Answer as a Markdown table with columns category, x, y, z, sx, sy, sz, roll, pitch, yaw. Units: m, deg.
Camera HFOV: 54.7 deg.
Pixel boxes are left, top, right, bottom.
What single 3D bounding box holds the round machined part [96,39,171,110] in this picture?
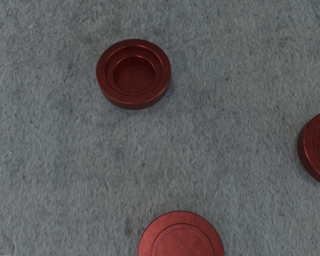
| category | x | y | z | sx | sy | sz | roll | pitch | yaw |
| --- | --- | --- | --- | --- | --- | --- | --- | --- | --- |
| round machined part | -0.034 | -0.069 | 0.424 | 0.099 | 0.042 | 0.098 | 0 | 70 | -1 |

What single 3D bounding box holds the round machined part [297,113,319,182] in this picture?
| category | x | y | z | sx | sy | sz | roll | pitch | yaw |
| --- | --- | --- | --- | --- | --- | --- | --- | --- | --- |
| round machined part | 0.222 | 0.029 | 0.391 | 0.099 | 0.042 | 0.098 | 0 | 70 | -1 |

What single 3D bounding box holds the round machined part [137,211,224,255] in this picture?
| category | x | y | z | sx | sy | sz | roll | pitch | yaw |
| --- | --- | --- | --- | --- | --- | --- | --- | --- | --- |
| round machined part | 0.024 | 0.143 | 0.347 | 0.099 | 0.042 | 0.098 | 0 | 70 | -1 |
